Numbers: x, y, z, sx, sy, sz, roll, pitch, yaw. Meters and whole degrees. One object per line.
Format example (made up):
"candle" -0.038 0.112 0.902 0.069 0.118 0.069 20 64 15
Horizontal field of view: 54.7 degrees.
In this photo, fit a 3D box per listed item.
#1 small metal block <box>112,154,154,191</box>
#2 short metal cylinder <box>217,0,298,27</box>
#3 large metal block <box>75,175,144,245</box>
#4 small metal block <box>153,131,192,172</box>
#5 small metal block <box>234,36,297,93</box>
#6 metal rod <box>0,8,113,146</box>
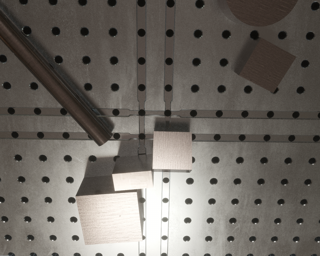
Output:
"small metal block" -0.035 0.059 0.422 0.050 0.050 0.025 -5 110 1
"short metal cylinder" 0.107 -0.156 0.344 0.081 0.050 0.079 0 110 -1
"large metal block" -0.068 0.115 0.442 0.081 0.050 0.079 -4 110 1
"small metal block" 0.016 0.032 0.412 0.050 0.025 0.050 2 73 -2
"small metal block" 0.130 -0.079 0.386 0.050 0.025 0.050 25 108 -9
"metal rod" -0.165 -0.095 0.376 0.025 0.025 0.300 -36 107 12
